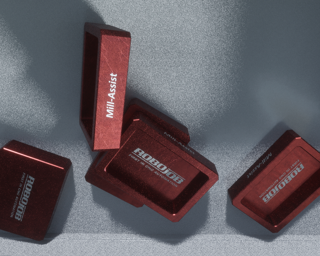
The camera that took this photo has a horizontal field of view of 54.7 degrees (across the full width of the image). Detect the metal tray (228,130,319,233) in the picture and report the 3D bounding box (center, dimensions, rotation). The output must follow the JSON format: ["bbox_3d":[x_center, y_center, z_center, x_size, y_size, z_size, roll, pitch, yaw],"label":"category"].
[{"bbox_3d":[0.173,0.078,0.438,0.090,0.030,0.130,36,106,-13],"label":"metal tray"}]

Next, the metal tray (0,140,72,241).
[{"bbox_3d":[-0.190,0.091,0.440,0.090,0.030,0.129,21,109,-8],"label":"metal tray"}]

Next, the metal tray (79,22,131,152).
[{"bbox_3d":[-0.067,-0.049,0.355,0.030,0.090,0.129,-1,112,-24],"label":"metal tray"}]

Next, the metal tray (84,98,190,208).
[{"bbox_3d":[-0.031,0.036,0.422,0.090,0.030,0.129,31,107,-11],"label":"metal tray"}]

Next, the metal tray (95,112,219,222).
[{"bbox_3d":[-0.003,0.052,0.394,0.130,0.030,0.090,35,106,-13],"label":"metal tray"}]
